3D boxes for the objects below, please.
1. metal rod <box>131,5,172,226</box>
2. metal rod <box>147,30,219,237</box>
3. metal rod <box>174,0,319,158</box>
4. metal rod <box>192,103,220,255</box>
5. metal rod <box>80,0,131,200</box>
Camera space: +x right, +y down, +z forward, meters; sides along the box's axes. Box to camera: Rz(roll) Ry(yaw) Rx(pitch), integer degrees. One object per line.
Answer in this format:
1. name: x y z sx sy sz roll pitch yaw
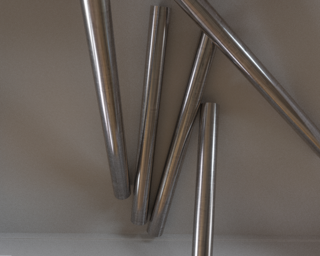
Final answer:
1. metal rod: -0.015 -0.002 0.410 0.025 0.025 0.298 6 110 -2
2. metal rod: 0.026 0.020 0.418 0.025 0.025 0.298 12 110 -5
3. metal rod: 0.127 -0.055 0.375 0.300 0.025 0.025 41 105 -20
4. metal rod: 0.054 0.117 0.378 0.025 0.025 0.299 5 80 -2
5. metal rod: -0.054 -0.015 0.344 0.025 0.025 0.298 0 134 0
